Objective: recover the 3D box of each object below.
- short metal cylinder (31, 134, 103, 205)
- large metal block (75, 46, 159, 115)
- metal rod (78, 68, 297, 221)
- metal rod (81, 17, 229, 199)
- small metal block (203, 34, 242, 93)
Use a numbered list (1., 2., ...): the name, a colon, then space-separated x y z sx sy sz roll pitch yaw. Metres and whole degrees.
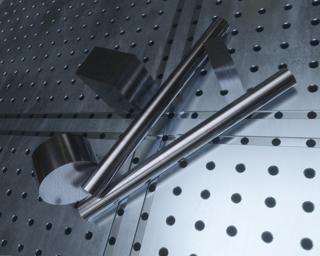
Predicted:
1. short metal cylinder: -0.120 0.054 0.401 0.080 0.080 0.050 -38 51 3
2. large metal block: -0.057 -0.065 0.442 0.080 0.080 0.050 21 73 35
3. metal rod: 0.029 0.023 0.378 0.300 0.025 0.025 -34 52 5
4. metal rod: 0.003 -0.038 0.412 0.025 0.025 0.300 25 70 36
5. small metal block: 0.081 -0.083 0.400 0.025 0.050 0.050 -23 54 15
